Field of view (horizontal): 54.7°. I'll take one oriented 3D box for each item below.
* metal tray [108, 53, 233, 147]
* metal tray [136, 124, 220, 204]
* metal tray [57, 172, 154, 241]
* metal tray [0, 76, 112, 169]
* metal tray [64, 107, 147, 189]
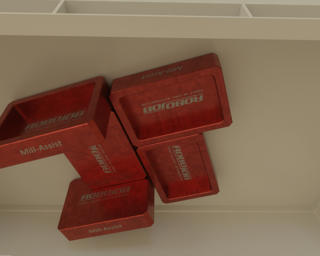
[{"bbox_3d":[0.015,-0.030,0.378,0.131,0.030,0.090,-13,129,10],"label":"metal tray"},{"bbox_3d":[0.029,0.054,0.450,0.090,0.030,0.129,-14,129,11],"label":"metal tray"},{"bbox_3d":[-0.075,0.107,0.453,0.131,0.090,0.030,-13,129,10],"label":"metal tray"},{"bbox_3d":[-0.123,-0.008,0.353,0.130,0.090,0.030,-14,129,11],"label":"metal tray"},{"bbox_3d":[-0.080,0.026,0.423,0.090,0.030,0.129,-14,129,11],"label":"metal tray"}]
